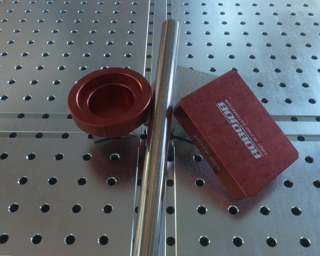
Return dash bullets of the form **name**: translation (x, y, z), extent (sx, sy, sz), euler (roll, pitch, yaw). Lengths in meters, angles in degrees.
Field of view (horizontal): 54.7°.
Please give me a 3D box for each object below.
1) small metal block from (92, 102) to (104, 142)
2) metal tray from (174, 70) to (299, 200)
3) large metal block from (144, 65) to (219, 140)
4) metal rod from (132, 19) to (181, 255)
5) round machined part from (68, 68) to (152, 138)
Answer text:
- **small metal block**: translation (-0.072, -0.015, 0.416), extent (0.050, 0.025, 0.050), euler (-17, 52, -14)
- **metal tray**: translation (0.088, 0.006, 0.363), extent (0.091, 0.030, 0.130), euler (-32, 82, -23)
- **large metal block**: translation (0.030, -0.036, 0.417), extent (0.080, 0.050, 0.080), euler (18, 52, 14)
- **metal rod**: translation (0.000, 0.000, 0.351), extent (0.025, 0.025, 0.299), euler (5, 66, 4)
- **round machined part**: translation (-0.058, -0.026, 0.378), extent (0.099, 0.042, 0.098), euler (-2, 51, 2)
